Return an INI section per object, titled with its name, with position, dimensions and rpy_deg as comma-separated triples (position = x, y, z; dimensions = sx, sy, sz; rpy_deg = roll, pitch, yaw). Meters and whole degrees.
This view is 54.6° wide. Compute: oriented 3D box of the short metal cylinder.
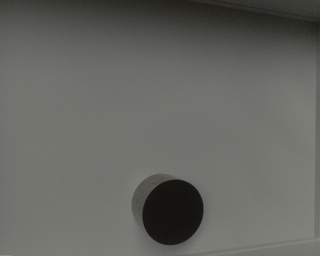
[short metal cylinder]
position = 0.009, 0.102, 0.400
dimensions = 0.081, 0.050, 0.080
rpy_deg = 0, 90, -20
